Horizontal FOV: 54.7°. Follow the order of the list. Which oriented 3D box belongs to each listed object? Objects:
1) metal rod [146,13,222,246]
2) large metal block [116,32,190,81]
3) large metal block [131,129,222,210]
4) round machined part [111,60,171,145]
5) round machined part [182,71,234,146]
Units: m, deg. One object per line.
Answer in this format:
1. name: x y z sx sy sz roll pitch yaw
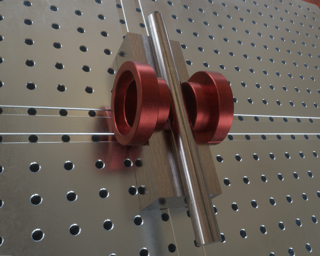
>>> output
1. metal rod: 0.021 -0.019 0.367 0.025 0.025 0.299 3 61 -27
2. large metal block: -0.011 -0.081 0.435 0.081 0.050 0.080 2 61 -27
3. large metal block: 0.017 0.049 0.371 0.081 0.050 0.080 3 61 -27
4. round machined part: -0.022 -0.028 0.365 0.042 0.097 0.098 2 61 -27
5. round machined part: 0.049 -0.025 0.403 0.042 0.097 0.098 -1 62 -23
